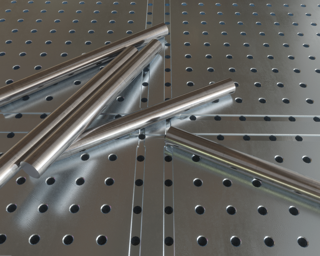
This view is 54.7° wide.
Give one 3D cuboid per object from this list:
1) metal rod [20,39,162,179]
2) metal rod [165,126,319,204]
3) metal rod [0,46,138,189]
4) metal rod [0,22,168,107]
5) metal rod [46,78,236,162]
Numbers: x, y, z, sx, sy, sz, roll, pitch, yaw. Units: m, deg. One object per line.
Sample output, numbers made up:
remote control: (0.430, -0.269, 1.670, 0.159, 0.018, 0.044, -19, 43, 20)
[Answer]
metal rod: (-0.072, -0.048, 0.424, 0.025, 0.025, 0.301, 20, 46, 16)
metal rod: (0.147, 0.060, 0.359, 0.301, 0.025, 0.025, 21, 53, 16)
metal rod: (-0.111, -0.033, 0.412, 0.025, 0.025, 0.301, 21, 46, 16)
metal rod: (-0.113, -0.109, 0.497, 0.302, 0.025, 0.025, -30, 56, -23)
metal rod: (-0.029, -0.010, 0.415, 0.302, 0.025, 0.025, -21, 54, -18)
